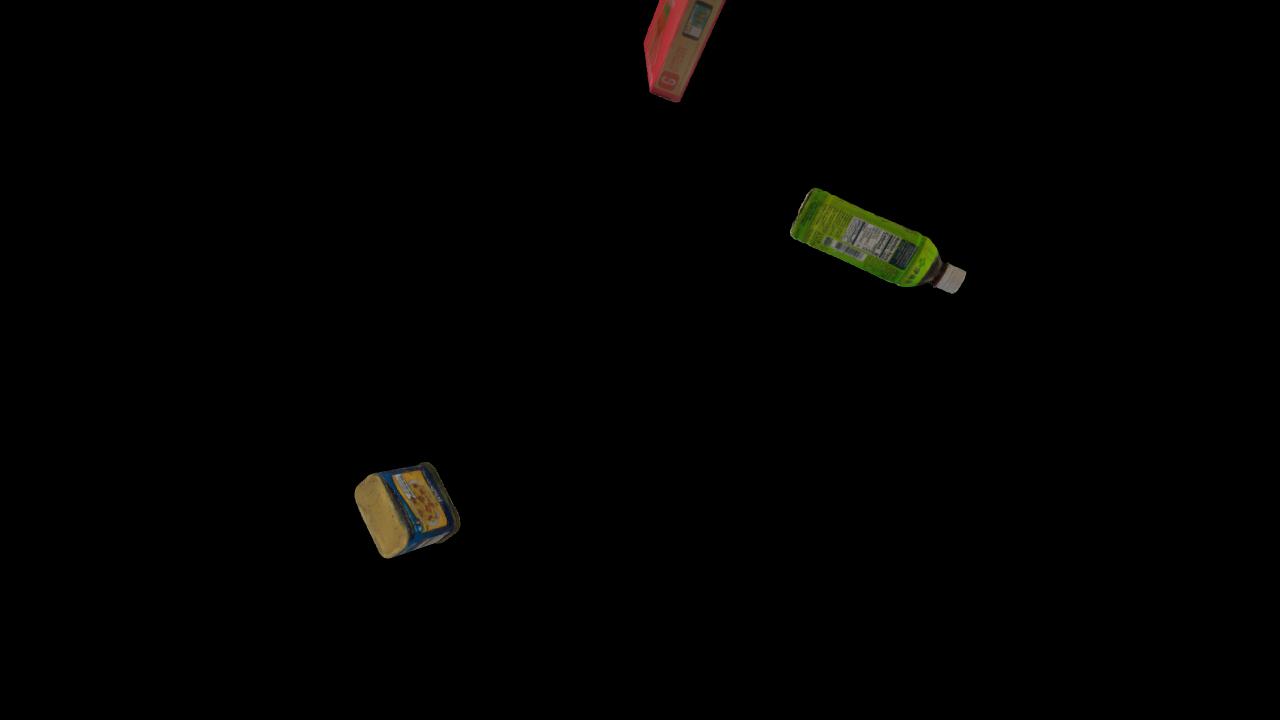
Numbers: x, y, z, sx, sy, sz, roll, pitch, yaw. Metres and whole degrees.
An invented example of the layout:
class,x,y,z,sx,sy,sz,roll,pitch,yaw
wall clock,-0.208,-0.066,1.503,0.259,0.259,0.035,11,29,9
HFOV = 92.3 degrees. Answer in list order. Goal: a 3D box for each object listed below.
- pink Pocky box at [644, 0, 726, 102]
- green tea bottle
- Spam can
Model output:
class,x,y,z,sx,sy,sz,roll,pitch,yaw
pink Pocky box,0.044,-0.282,0.452,0.029,0.084,0.155,11,-41,-19
green tea bottle,0.295,-0.141,0.764,0.212,0.073,0.073,30,7,11
Spam can,-0.280,0.179,0.740,0.058,0.101,0.085,-39,-16,18
